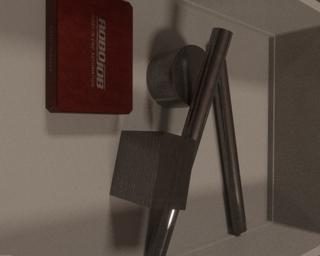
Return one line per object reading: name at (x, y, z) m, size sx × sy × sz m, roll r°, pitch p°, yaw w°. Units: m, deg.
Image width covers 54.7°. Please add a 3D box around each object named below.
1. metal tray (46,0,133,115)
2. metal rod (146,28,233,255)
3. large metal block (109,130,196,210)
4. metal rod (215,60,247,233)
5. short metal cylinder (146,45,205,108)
metal tray at (-0.075, -0.080, 0.341) m, size 0.091 × 0.030 × 0.129 m, roll 0°, pitch 90°, yaw -40°
metal rod at (0.035, 0.025, 0.390) m, size 0.025 × 0.025 × 0.298 m, roll 11°, pitch 98°, yaw -40°
large metal block at (-0.010, 0.047, 0.365) m, size 0.050 × 0.080 × 0.080 m, roll 16°, pitch 80°, yaw -39°
metal rod at (0.111, 0.025, 0.502) m, size 0.025 × 0.025 × 0.298 m, roll -15°, pitch 100°, yaw -39°
short metal cylinder at (0.029, -0.067, 0.416) m, size 0.081 × 0.050 × 0.079 m, roll 0°, pitch 91°, yaw -40°
